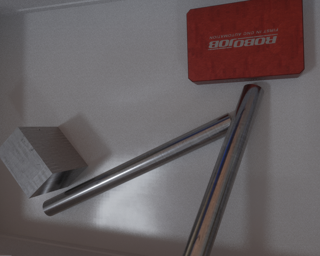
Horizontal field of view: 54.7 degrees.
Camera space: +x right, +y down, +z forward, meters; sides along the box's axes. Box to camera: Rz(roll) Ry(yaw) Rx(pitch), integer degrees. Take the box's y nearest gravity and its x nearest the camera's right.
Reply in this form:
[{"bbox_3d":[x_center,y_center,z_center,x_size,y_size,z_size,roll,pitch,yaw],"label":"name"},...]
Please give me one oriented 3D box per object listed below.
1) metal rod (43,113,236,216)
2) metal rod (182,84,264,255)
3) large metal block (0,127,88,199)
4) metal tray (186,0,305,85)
[{"bbox_3d":[-0.039,0.057,0.423,0.300,0.025,0.025,-27,82,17],"label":"metal rod"},{"bbox_3d":[0.054,0.082,0.320,0.025,0.025,0.300,17,68,19],"label":"metal rod"},{"bbox_3d":[-0.163,0.044,0.437,0.050,0.080,0.080,-44,77,14],"label":"large metal block"},{"bbox_3d":[0.100,-0.102,0.372,0.130,0.030,0.089,-2,90,19],"label":"metal tray"}]
